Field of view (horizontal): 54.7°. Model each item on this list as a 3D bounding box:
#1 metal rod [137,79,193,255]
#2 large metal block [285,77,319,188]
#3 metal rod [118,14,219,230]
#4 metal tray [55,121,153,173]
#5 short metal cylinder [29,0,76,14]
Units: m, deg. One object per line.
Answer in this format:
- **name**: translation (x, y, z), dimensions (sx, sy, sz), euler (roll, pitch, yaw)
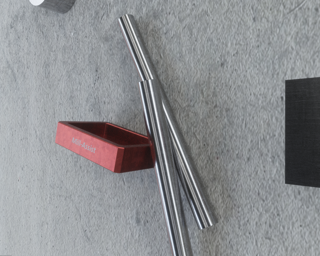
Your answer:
- **metal rod**: translation (0.015, 0.091, 0.367), dimensions (0.025, 0.025, 0.298), euler (-11, 90, 39)
- **large metal block**: translation (0.141, 0.003, 0.252), dimensions (0.050, 0.081, 0.079), euler (0, 90, 40)
- **metal rod**: translation (0.004, -0.020, 0.399), dimensions (0.025, 0.025, 0.299), euler (-33, 70, 35)
- **metal tray**: translation (-0.065, 0.020, 0.413), dimensions (0.130, 0.091, 0.030), euler (18, 102, 38)
- **short metal cylinder**: translation (-0.188, -0.247, 0.540), dimensions (0.080, 0.050, 0.079), euler (0, 90, 39)
